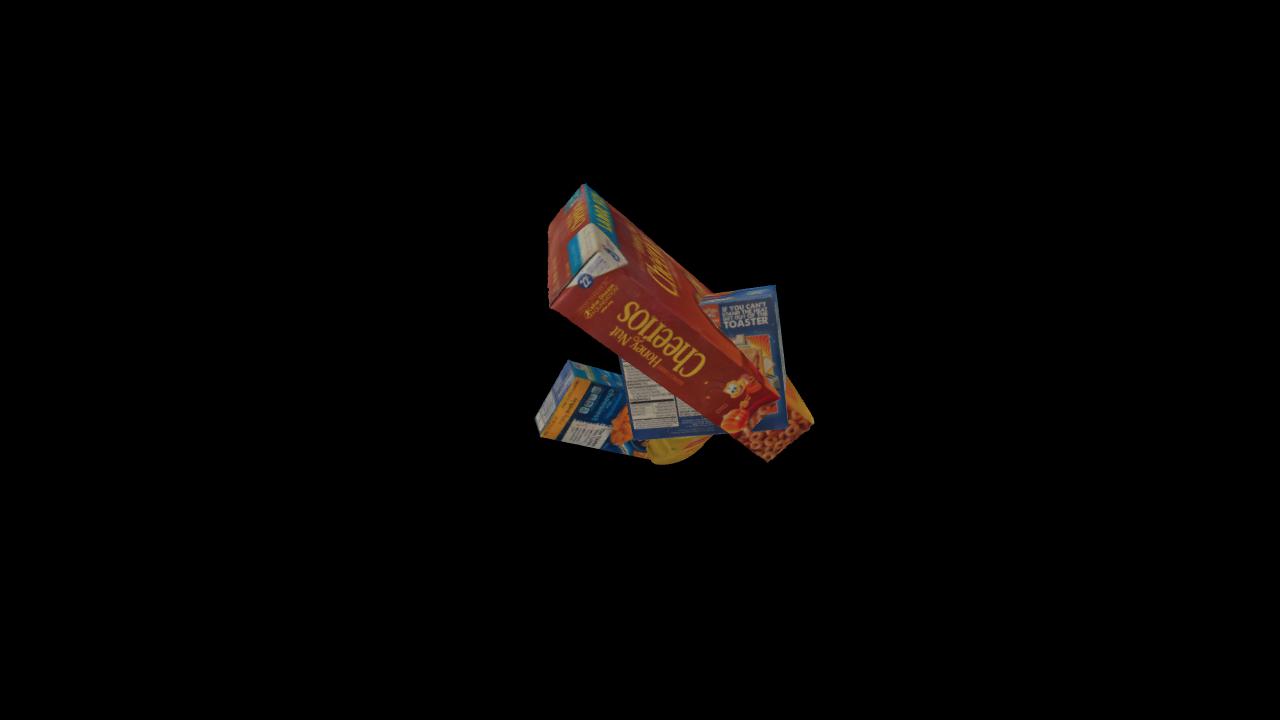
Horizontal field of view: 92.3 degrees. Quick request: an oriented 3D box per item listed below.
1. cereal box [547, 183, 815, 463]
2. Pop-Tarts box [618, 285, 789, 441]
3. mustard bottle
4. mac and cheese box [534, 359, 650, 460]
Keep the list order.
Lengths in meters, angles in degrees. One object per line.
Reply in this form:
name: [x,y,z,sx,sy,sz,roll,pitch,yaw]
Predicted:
cereal box: [0.038,-0.042,0.666,0.306,0.081,0.203,37,19,-26]
Pop-Tarts box: [0.070,0.003,0.664,0.167,0.141,0.083,-7,13,15]
mustard bottle: [0.063,0.070,0.707,0.092,0.054,0.184,-19,-17,-19]
mac and cheese box: [-0.024,0.066,0.739,0.184,0.093,0.041,17,27,-32]
